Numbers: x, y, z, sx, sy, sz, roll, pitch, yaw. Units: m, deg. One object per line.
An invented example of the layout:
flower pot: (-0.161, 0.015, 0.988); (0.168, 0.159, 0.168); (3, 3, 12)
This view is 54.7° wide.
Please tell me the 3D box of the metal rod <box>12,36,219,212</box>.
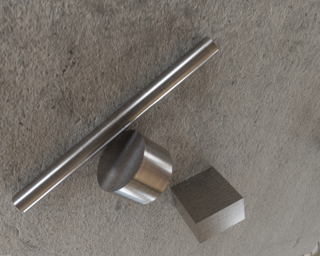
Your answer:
metal rod: (-0.052, -0.005, 0.374); (0.300, 0.025, 0.025); (-40, 130, -1)

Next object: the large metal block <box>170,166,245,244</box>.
large metal block: (0.073, 0.118, 0.484); (0.081, 0.080, 0.050); (-24, 127, -14)

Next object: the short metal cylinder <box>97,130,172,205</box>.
short metal cylinder: (-0.032, 0.049, 0.384); (0.080, 0.080, 0.050); (-50, 129, 7)
